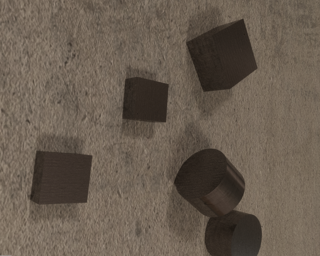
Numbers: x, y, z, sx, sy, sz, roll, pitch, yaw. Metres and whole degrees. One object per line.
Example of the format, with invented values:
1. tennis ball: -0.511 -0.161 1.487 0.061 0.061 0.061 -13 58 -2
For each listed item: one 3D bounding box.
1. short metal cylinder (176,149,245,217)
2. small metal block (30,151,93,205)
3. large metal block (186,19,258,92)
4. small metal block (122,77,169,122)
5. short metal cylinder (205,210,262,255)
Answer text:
1. short metal cylinder: 0.069 0.075 0.430 0.050 0.080 0.080 46 62 -31
2. small metal block: -0.102 0.051 0.321 0.050 0.025 0.050 9 84 -40
3. large metal block: 0.096 -0.110 0.471 0.081 0.050 0.080 -36 112 -34
4. small metal block: -0.018 -0.034 0.392 0.050 0.025 0.050 6 86 -40
5. short metal cylinder: 0.117 0.171 0.490 0.081 0.050 0.079 0 90 -40
